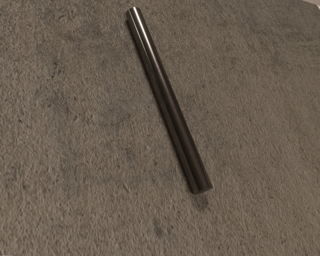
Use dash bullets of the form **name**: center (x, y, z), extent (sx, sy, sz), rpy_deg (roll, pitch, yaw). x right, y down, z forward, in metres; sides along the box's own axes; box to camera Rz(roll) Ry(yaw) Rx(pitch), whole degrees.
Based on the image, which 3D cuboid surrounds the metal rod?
- **metal rod**: center (0.006, -0.052, 0.440), extent (0.025, 0.025, 0.299), rpy_deg (-7, 65, -32)
